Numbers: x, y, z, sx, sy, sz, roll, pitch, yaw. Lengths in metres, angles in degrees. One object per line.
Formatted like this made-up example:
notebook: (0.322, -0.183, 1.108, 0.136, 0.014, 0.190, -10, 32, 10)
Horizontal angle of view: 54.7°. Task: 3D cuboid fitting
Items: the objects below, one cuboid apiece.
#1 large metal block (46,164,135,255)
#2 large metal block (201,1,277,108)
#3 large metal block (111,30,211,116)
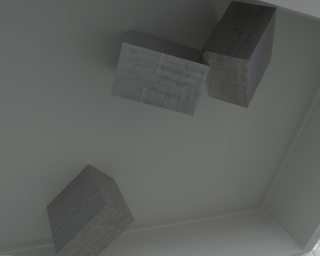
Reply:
large metal block: (-0.090, 0.107, 0.390, 0.080, 0.080, 0.050, -45, 129, 3)
large metal block: (0.092, -0.083, 0.357, 0.080, 0.050, 0.080, -59, 153, -22)
large metal block: (-0.001, -0.060, 0.319, 0.081, 0.080, 0.050, 14, 114, -7)
